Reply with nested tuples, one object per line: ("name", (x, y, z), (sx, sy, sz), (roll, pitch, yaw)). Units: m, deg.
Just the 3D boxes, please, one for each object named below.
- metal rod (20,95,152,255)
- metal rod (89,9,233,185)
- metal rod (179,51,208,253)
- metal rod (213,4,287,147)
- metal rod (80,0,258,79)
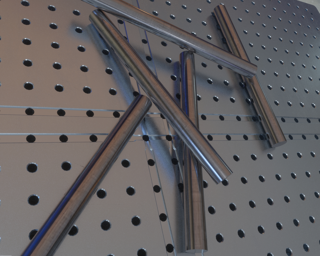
("metal rod", (-0.082, 0.066, 0.324), (0.025, 0.025, 0.301), (35, 51, -6))
("metal rod", (-0.008, -0.053, 0.417), (0.025, 0.025, 0.299), (-24, 69, -37))
("metal rod", (0.042, 0.011, 0.425), (0.025, 0.025, 0.299), (14, 56, -21))
("metal rod", (0.155, -0.105, 0.558), (0.025, 0.025, 0.299), (-1, 62, -29))
("metal rod", (0.023, -0.145, 0.481), (0.302, 0.025, 0.025), (20, 54, -18))
